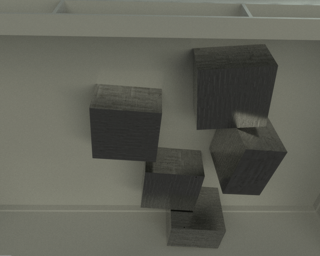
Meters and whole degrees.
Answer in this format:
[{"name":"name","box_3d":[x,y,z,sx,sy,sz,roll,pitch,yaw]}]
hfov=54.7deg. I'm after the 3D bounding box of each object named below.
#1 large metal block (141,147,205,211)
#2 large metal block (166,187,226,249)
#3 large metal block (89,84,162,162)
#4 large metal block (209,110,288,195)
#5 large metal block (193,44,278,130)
[{"name":"large metal block","box_3d":[0.016,0.076,0.458,0.081,0.050,0.079,5,130,-5]},{"name":"large metal block","box_3d":[0.053,0.140,0.493,0.081,0.080,0.050,5,130,-5]},{"name":"large metal block","box_3d":[-0.042,-0.005,0.388,0.081,0.050,0.079,4,130,-4]},{"name":"large metal block","box_3d":[0.107,0.028,0.396,0.050,0.080,0.079,5,130,-11]},{"name":"large metal block","box_3d":[0.080,-0.046,0.355,0.080,0.050,0.079,-3,130,2]}]
